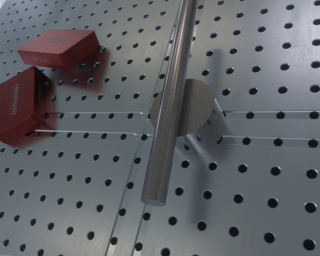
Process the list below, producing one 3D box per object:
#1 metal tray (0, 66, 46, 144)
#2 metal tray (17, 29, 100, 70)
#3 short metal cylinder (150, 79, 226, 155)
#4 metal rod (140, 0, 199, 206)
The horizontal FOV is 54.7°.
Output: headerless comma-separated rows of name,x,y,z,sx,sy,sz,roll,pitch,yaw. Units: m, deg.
metal tray,-0.255,-0.044,0.566,0.090,0.030,0.130,-25,53,13
metal tray,-0.189,-0.150,0.576,0.130,0.030,0.090,13,47,33
short metal cylinder,0.035,-0.013,0.382,0.080,0.050,0.080,-13,56,21
metal rod,0.018,-0.058,0.370,0.025,0.025,0.300,-4,60,26
